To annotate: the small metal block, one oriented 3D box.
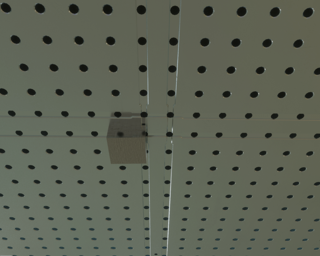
[{"bbox_3d":[-0.045,0.024,0.431,0.050,0.025,0.050,-1,130,0],"label":"small metal block"}]
